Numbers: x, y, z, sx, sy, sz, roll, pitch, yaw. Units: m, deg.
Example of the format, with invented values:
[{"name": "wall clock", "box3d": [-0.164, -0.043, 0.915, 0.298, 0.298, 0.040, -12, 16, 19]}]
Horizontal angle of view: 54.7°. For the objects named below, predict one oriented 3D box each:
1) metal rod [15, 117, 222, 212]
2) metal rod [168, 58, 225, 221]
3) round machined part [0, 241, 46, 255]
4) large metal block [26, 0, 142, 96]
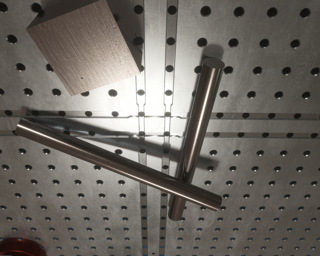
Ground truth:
[{"name": "metal rod", "box3d": [-0.049, 0.055, 0.437, 0.302, 0.025, 0.025, 23, 126, -12]}, {"name": "metal rod", "box3d": [0.044, 0.039, 0.445, 0.025, 0.025, 0.298, 5, 130, -5]}, {"name": "round machined part", "box3d": [-0.288, 0.275, 0.631, 0.099, 0.042, 0.097, -1, 130, 0]}, {"name": "large metal block", "box3d": [-0.071, -0.089, 0.319, 0.080, 0.050, 0.080, -16, 129, 12]}]
